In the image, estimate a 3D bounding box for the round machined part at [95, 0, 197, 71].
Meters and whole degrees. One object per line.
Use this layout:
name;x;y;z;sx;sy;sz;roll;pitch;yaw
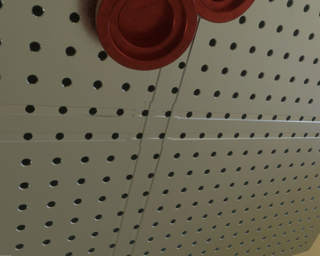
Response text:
round machined part;-0.015;-0.111;0.314;0.099;0.042;0.097;-8;131;-9

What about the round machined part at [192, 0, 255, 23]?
round machined part;0.061;-0.167;0.332;0.099;0.042;0.097;-14;125;-21
